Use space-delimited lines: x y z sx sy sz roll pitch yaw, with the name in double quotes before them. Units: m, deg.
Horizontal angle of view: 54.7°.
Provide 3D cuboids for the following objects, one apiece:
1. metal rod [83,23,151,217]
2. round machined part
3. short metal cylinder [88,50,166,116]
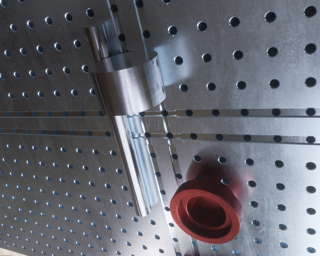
"metal rod" -0.054 0.006 0.441 0.025 0.025 0.298 3 120 26
"round machined part" 0.067 0.110 0.432 0.098 0.042 0.097 13 124 20
"short metal cylinder" -0.037 -0.054 0.360 0.080 0.080 0.050 1 119 27
